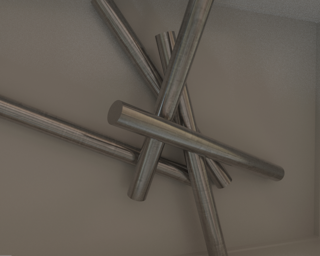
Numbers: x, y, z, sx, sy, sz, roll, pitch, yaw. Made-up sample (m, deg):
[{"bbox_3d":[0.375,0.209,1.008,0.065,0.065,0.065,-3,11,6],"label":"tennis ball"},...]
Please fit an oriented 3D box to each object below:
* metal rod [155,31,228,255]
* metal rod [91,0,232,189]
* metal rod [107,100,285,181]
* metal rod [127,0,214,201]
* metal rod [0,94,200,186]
[{"bbox_3d":[0.042,0.028,0.398,0.025,0.025,0.298,-16,96,-19],"label":"metal rod"},{"bbox_3d":[0.009,-0.041,0.413,0.025,0.025,0.299,-38,102,-16],"label":"metal rod"},{"bbox_3d":[0.069,0.028,0.387,0.302,0.025,0.025,21,83,-38],"label":"metal rod"},{"bbox_3d":[0.016,-0.050,0.346,0.025,0.025,0.298,12,108,-20],"label":"metal rod"},{"bbox_3d":[-0.082,0.015,0.380,0.302,0.025,0.025,23,83,-19],"label":"metal rod"}]
